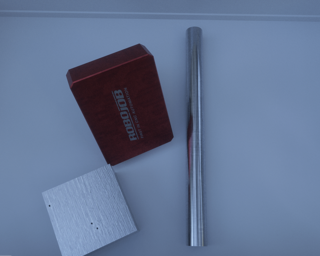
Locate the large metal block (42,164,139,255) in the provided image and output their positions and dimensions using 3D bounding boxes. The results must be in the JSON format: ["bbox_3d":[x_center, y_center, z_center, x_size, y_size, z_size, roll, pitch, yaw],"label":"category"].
[{"bbox_3d":[-0.078,0.099,0.359,0.080,0.050,0.080,-23,72,-9],"label":"large metal block"}]

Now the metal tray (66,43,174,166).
[{"bbox_3d":[-0.041,-0.022,0.363,0.091,0.129,0.030,-23,42,-8],"label":"metal tray"}]

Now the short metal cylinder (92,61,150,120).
[{"bbox_3d":[-0.048,-0.049,0.398,0.050,0.080,0.080,25,72,8],"label":"short metal cylinder"}]

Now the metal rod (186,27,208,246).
[{"bbox_3d":[0.047,-0.003,0.411,0.025,0.025,0.299,2,70,0],"label":"metal rod"}]
